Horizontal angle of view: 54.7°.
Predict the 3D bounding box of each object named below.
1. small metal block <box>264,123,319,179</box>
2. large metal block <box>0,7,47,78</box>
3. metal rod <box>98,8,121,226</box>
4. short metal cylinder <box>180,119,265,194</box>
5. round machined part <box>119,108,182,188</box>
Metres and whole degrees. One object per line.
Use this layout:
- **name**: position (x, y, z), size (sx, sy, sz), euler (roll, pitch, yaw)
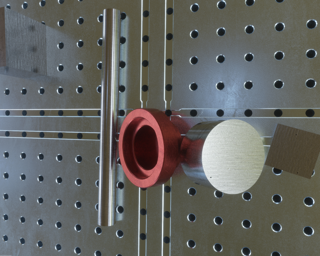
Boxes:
- **small metal block**: position (0.154, 0.026, 0.358), size (0.050, 0.025, 0.050), euler (18, 96, 18)
- **large metal block**: position (-0.216, -0.121, 0.458), size (0.050, 0.080, 0.079), euler (-2, 89, 20)
- **metal rod**: position (-0.071, -0.014, 0.436), size (0.025, 0.025, 0.298), euler (2, 91, 19)
- **short metal cylinder**: position (0.070, 0.031, 0.353), size (0.081, 0.050, 0.079), euler (0, 89, -23)
- **round machined part**: position (-0.009, 0.024, 0.391), size (0.098, 0.042, 0.097), euler (2, 92, 51)
